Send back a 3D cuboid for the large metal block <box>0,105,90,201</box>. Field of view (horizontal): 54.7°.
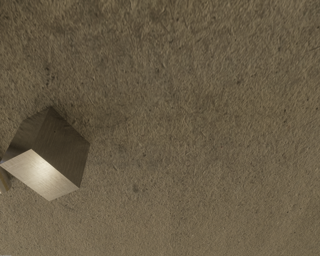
[{"bbox_3d":[-0.141,0.033,0.397,0.050,0.080,0.080,-24,126,19],"label":"large metal block"}]

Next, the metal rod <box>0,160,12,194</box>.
[{"bbox_3d":[-0.244,-0.022,0.385,0.025,0.025,0.298,0,130,0],"label":"metal rod"}]
